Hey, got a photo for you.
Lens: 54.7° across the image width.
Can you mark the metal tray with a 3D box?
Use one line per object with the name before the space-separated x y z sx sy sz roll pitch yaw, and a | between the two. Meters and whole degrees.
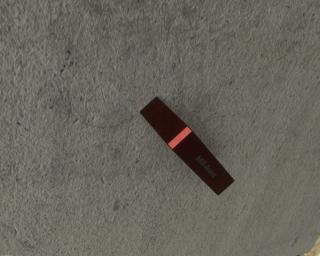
metal tray | 0.036 0.025 0.403 0.030 0.090 0.130 -43 130 1
